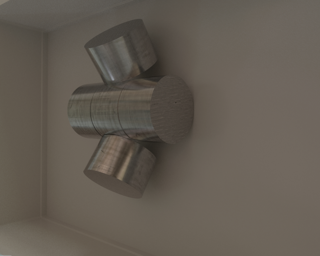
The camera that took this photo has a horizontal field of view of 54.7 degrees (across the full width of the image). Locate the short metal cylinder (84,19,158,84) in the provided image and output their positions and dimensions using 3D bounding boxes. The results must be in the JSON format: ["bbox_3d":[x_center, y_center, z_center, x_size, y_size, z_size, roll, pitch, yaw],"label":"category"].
[{"bbox_3d":[-0.049,-0.099,0.400,0.080,0.080,0.050,3,129,40],"label":"short metal cylinder"}]

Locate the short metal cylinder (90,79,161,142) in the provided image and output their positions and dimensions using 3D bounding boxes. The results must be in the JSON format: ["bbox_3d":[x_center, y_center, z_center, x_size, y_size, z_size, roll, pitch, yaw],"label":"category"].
[{"bbox_3d":[-0.042,-0.023,0.404,0.050,0.081,0.079,2,91,40],"label":"short metal cylinder"}]

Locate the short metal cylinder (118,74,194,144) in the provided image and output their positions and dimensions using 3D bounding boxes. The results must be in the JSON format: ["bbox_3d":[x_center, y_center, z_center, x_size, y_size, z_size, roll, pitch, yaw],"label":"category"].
[{"bbox_3d":[-0.003,-0.022,0.372,0.050,0.081,0.079,2,91,40],"label":"short metal cylinder"}]

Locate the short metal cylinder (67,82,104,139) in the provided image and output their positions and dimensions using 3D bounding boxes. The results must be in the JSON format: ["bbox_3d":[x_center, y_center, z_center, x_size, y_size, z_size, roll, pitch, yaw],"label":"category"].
[{"bbox_3d":[-0.081,-0.024,0.436,0.050,0.081,0.079,2,91,40],"label":"short metal cylinder"}]

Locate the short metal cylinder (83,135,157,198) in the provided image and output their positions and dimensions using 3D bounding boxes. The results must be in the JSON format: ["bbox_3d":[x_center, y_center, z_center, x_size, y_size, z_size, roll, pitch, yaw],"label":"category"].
[{"bbox_3d":[-0.051,0.051,0.401,0.080,0.080,0.050,0,56,40],"label":"short metal cylinder"}]
